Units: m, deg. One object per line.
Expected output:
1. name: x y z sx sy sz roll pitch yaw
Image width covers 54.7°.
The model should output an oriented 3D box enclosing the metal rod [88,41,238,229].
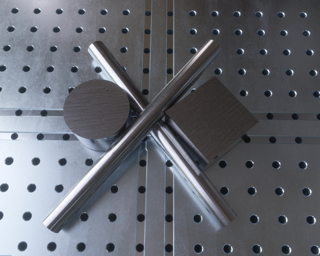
1. metal rod: -0.006 -0.003 0.408 0.025 0.025 0.300 -34 74 -12

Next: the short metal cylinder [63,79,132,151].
1. short metal cylinder: -0.077 -0.016 0.400 0.081 0.050 0.080 0 70 0

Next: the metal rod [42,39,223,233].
1. metal rod: -0.029 0.005 0.383 0.025 0.025 0.300 41 83 13

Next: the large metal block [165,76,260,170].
1. large metal block: 0.063 -0.005 0.396 0.080 0.050 0.080 -37 74 -12
